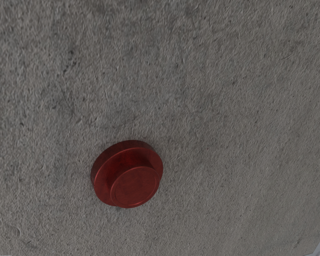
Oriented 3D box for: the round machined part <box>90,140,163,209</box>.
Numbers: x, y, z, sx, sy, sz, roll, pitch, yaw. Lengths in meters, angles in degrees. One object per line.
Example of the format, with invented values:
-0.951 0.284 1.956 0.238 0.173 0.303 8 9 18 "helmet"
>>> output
-0.040 0.068 0.416 0.099 0.042 0.097 -14 124 -21 "round machined part"
